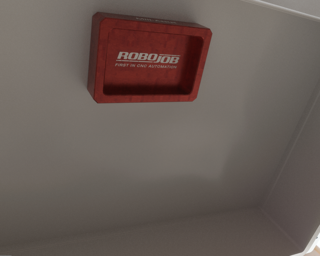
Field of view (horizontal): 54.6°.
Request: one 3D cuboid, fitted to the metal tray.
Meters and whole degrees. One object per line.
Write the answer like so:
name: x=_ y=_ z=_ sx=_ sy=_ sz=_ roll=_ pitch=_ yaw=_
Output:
metal tray: x=-0.011 y=-0.076 z=0.351 sx=0.131 sy=0.030 sz=0.089 roll=-4 pitch=120 yaw=-27
